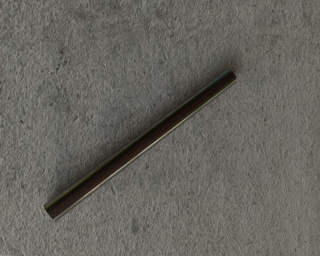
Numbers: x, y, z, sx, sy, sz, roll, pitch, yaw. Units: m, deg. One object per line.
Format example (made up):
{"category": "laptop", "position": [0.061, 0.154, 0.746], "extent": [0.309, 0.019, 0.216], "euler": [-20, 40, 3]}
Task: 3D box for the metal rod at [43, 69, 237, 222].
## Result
{"category": "metal rod", "position": [-0.014, 0.013, 0.405], "extent": [0.301, 0.025, 0.025], "euler": [-37, 102, -16]}
